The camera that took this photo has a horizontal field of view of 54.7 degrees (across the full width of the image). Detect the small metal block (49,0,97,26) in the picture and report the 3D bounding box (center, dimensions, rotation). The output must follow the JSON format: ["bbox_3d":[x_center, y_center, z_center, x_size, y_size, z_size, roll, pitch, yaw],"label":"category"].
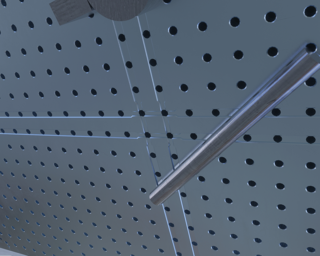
[{"bbox_3d":[-0.086,-0.141,0.351,0.050,0.050,0.025,-10,114,32],"label":"small metal block"}]

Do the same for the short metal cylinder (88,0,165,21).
[{"bbox_3d":[-0.034,-0.155,0.315,0.080,0.050,0.079,13,124,20],"label":"short metal cylinder"}]

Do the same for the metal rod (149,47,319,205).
[{"bbox_3d":[0.070,0.020,0.385,0.025,0.025,0.298,41,129,0],"label":"metal rod"}]
